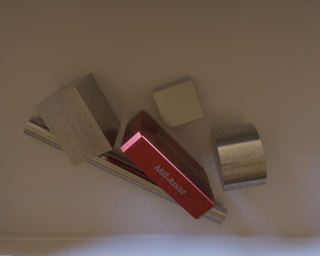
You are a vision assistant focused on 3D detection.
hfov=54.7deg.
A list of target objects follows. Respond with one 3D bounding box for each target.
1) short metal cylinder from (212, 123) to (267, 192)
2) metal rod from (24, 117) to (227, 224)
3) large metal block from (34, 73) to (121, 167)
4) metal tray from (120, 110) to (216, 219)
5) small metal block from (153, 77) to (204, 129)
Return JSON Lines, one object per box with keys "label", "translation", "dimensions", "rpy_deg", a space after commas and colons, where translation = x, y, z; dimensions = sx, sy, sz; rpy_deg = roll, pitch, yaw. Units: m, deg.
{"label": "short metal cylinder", "translation": [0.098, 0.037, 0.395], "dimensions": [0.050, 0.080, 0.079], "rpy_deg": [-11, 110, 4]}
{"label": "metal rod", "translation": [-0.040, 0.063, 0.433], "dimensions": [0.301, 0.025, 0.025], "rpy_deg": [27, 108, -10]}
{"label": "large metal block", "translation": [-0.093, -0.013, 0.374], "dimensions": [0.050, 0.080, 0.080], "rpy_deg": [-25, 109, 8]}
{"label": "metal tray", "translation": [0.011, 0.043, 0.390], "dimensions": [0.030, 0.090, 0.130], "rpy_deg": [-42, 105, 13]}
{"label": "small metal block", "translation": [0.023, -0.033, 0.397], "dimensions": [0.050, 0.025, 0.050], "rpy_deg": [-19, 109, 6]}
